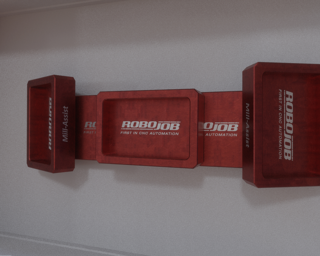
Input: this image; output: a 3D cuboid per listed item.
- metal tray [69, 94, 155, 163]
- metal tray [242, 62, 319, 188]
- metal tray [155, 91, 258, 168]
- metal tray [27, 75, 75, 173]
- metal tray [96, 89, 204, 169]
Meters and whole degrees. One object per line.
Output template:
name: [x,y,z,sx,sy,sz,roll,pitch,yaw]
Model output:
metal tray: [-0.063,0.000,0.430,0.130,0.030,0.089,0,90,20]
metal tray: [0.138,-0.003,0.337,0.091,0.030,0.129,0,90,-9]
metal tray: [0.059,0.001,0.386,0.130,0.030,0.089,0,90,20]
metal tray: [-0.157,-0.006,0.443,0.090,0.030,0.129,1,90,45]
metal tray: [-0.014,0.000,0.379,0.130,0.030,0.089,1,90,20]
